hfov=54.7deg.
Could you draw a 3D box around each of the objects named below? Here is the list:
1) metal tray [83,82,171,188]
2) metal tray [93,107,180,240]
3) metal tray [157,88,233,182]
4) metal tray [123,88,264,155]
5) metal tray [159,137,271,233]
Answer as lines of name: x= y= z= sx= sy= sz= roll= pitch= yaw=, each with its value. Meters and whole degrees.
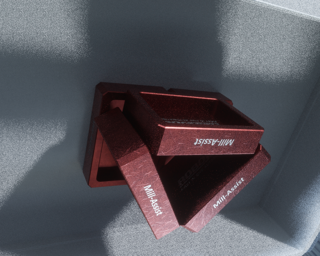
metal tray: x=-0.041 y=0.011 z=0.389 sx=0.091 sy=0.030 sz=0.129 roll=1 pitch=117 yaw=-28
metal tray: x=-0.025 y=0.051 z=0.343 sx=0.030 sy=0.090 sz=0.129 roll=-28 pitch=128 yaw=-10
metal tray: x=0.040 y=0.013 z=0.433 sx=0.091 sy=0.030 sz=0.129 roll=1 pitch=117 yaw=-29
metal tray: x=0.035 y=-0.008 z=0.339 sx=0.131 sy=0.090 sz=0.030 roll=2 pitch=118 yaw=-29
metal tray: x=0.060 y=0.053 z=0.390 sx=0.130 sy=0.090 sz=0.030 roll=-46 pitch=129 yaw=4
